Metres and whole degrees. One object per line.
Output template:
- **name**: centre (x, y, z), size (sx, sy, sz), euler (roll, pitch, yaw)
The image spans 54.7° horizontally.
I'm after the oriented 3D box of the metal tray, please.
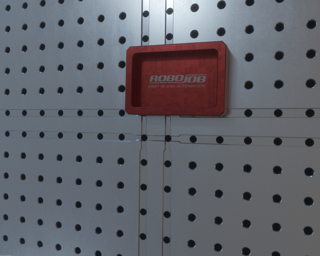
- **metal tray**: centre (0.021, -0.061, 0.401), size (0.130, 0.030, 0.089), euler (2, 91, 19)
